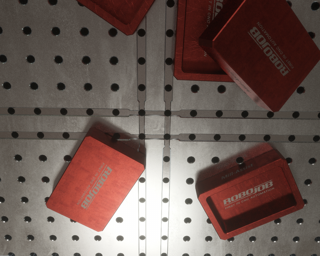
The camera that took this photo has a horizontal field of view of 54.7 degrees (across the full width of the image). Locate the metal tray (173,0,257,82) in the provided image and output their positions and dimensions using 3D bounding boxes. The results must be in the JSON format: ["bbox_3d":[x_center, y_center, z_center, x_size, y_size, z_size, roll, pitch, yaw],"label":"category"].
[{"bbox_3d":[0.064,-0.122,0.366,0.091,0.030,0.129,2,110,-2],"label":"metal tray"}]

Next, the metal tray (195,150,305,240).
[{"bbox_3d":[0.129,0.098,0.448,0.130,0.030,0.090,-26,108,8],"label":"metal tray"}]

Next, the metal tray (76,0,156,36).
[{"bbox_3d":[-0.062,-0.177,0.344,0.130,0.030,0.090,33,107,-12],"label":"metal tray"}]

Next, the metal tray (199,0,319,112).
[{"bbox_3d":[0.116,-0.089,0.349,0.130,0.030,0.090,37,92,-31],"label":"metal tray"}]

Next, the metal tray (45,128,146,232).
[{"bbox_3d":[-0.090,0.075,0.437,0.090,0.030,0.129,30,107,-11],"label":"metal tray"}]
